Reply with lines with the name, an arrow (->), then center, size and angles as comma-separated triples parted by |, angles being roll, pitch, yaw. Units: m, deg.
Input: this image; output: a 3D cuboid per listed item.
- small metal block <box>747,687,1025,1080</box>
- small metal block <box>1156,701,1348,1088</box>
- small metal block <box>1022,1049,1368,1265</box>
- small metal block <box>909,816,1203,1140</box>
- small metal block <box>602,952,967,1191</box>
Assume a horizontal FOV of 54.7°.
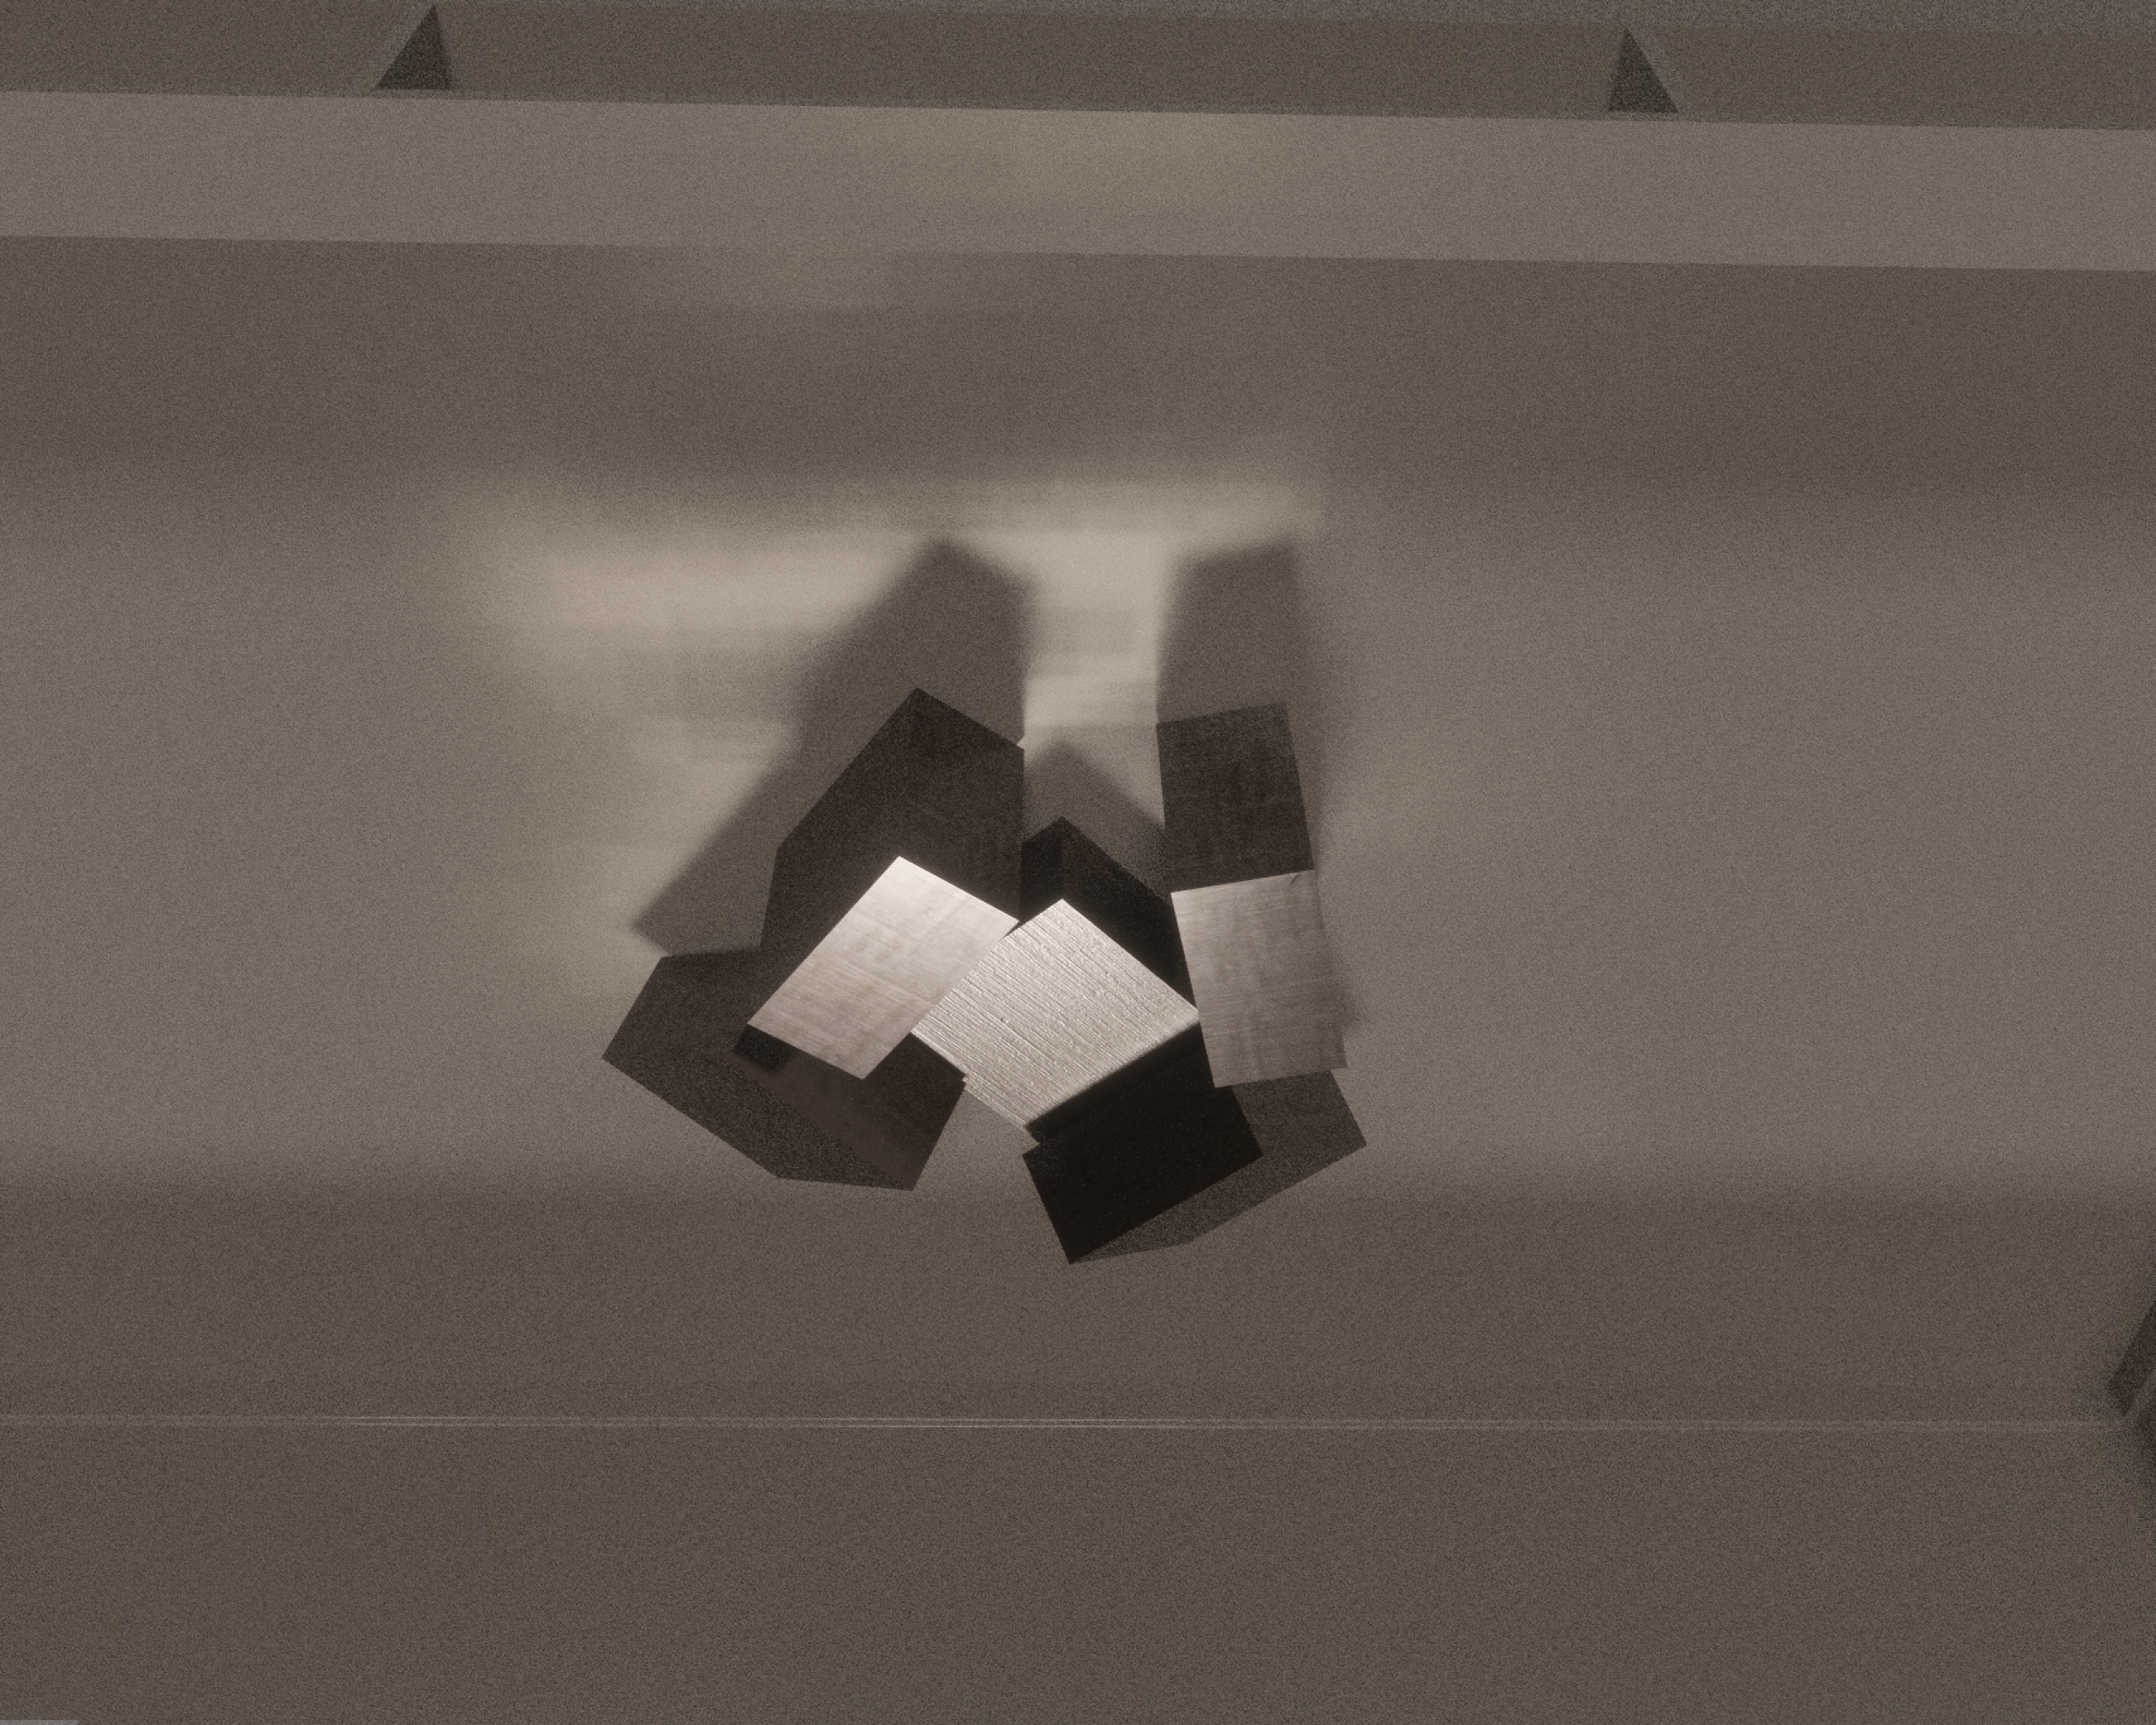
small metal block -> -0.035, 0.004, 0.392 | 0.025, 0.050, 0.050 | 30, 124, -23
small metal block -> 0.033, 0.006, 0.395 | 0.025, 0.050, 0.050 | -9, 130, 6
small metal block -> 0.025, 0.061, 0.442 | 0.050, 0.025, 0.050 | -34, 160, 24
small metal block -> -0.005, 0.026, 0.428 | 0.050, 0.025, 0.050 | -34, 123, 25
small metal block -> -0.060, 0.043, 0.427 | 0.050, 0.025, 0.050 | 41, 152, -30
